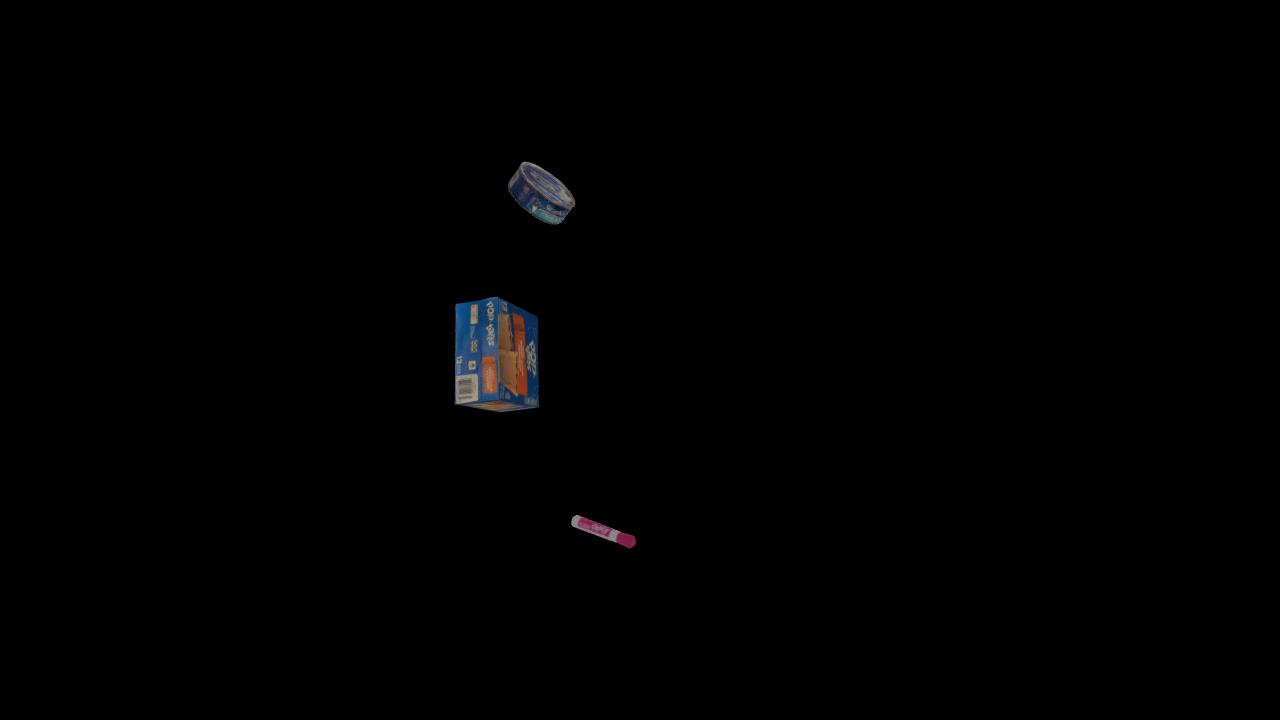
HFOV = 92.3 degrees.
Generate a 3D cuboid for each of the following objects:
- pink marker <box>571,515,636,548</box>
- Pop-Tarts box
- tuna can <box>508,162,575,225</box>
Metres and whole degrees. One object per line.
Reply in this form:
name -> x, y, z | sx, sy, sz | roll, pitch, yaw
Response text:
pink marker -> -0.054, 0.254, 0.910 | 0.121, 0.020, 0.020 | 7, 5, 40
Pop-Tarts box -> -0.236, -0.004, 1.029 | 0.083, 0.167, 0.141 | -5, -11, 16
tuna can -> -0.127, -0.213, 0.790 | 0.034, 0.084, 0.084 | -46, -23, 24
